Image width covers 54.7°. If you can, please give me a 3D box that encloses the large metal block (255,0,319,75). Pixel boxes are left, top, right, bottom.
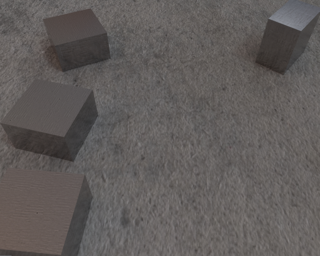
[{"bbox_3d":[0.203,-0.146,0.493,0.050,0.080,0.080,33,57,24],"label":"large metal block"}]

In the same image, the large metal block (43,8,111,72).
[{"bbox_3d":[-0.136,-0.146,0.508,0.081,0.050,0.080,-20,53,-17],"label":"large metal block"}]

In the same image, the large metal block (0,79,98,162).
[{"bbox_3d":[-0.135,-0.012,0.395,0.080,0.050,0.080,12,51,9],"label":"large metal block"}]

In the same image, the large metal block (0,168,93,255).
[{"bbox_3d":[-0.120,0.090,0.310,0.080,0.050,0.080,5,50,3],"label":"large metal block"}]
